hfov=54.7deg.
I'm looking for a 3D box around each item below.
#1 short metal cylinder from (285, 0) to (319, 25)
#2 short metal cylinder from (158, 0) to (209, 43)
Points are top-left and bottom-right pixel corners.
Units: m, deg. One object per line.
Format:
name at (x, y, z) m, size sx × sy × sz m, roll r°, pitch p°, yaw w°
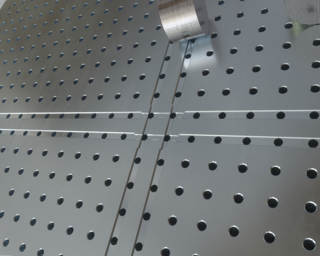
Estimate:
short metal cylinder at (0.194, -0.175, 0.378) m, size 0.080 × 0.080 × 0.050 m, roll -7°, pitch 59°, yaw 25°
short metal cylinder at (0.037, -0.172, 0.459) m, size 0.050 × 0.080 × 0.080 m, roll -9°, pitch 58°, yaw 23°
